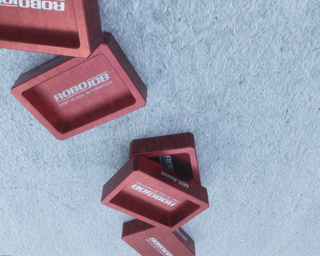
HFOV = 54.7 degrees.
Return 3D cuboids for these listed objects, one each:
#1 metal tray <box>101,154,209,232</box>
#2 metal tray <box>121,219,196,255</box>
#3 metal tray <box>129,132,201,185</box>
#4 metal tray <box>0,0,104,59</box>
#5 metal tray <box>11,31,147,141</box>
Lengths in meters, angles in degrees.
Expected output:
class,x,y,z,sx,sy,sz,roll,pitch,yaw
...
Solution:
class,x,y,z,sx,sy,sz,roll,pitch,yaw
metal tray,-0.006,0.098,0.446,0.131,0.030,0.090,30,124,-23
metal tray,0.000,0.212,0.585,0.090,0.030,0.130,-23,127,18
metal tray,0.013,0.069,0.462,0.090,0.030,0.129,-8,130,6
metal tray,-0.123,-0.117,0.282,0.131,0.030,0.089,9,131,11
metal tray,-0.092,-0.044,0.365,0.130,0.030,0.090,-21,127,17
